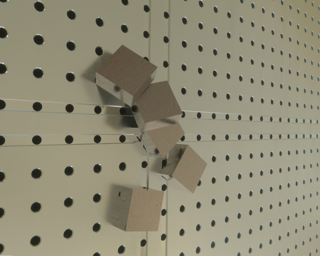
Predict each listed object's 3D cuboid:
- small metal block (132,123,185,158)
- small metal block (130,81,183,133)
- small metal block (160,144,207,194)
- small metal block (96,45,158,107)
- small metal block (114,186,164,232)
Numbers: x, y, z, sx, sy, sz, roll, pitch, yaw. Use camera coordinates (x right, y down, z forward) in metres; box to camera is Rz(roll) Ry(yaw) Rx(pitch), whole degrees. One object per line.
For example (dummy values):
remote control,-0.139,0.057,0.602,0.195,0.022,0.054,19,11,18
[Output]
small metal block,-0.001,0.004,0.411,0.050,0.025,0.050,-46,118,-30
small metal block,-0.007,-0.027,0.382,0.050,0.025,0.050,-14,67,-22
small metal block,0.035,0.058,0.441,0.050,0.025,0.050,44,63,-31
small metal block,-0.039,-0.061,0.362,0.050,0.025,0.050,34,63,5
small metal block,-0.026,0.102,0.390,0.050,0.025,0.050,16,80,-39
